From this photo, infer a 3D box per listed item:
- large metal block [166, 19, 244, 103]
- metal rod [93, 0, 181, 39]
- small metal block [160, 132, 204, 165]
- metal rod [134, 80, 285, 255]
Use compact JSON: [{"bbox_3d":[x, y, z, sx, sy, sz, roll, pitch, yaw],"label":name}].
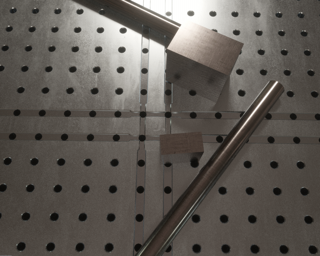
[{"bbox_3d":[0.056,-0.086,0.415,0.080,0.080,0.050,26,72,9],"label":"large metal block"},{"bbox_3d":[-0.066,-0.194,0.481,0.301,0.025,0.025,29,72,9],"label":"metal rod"},{"bbox_3d":[0.026,0.026,0.389,0.050,0.050,0.025,-4,70,-2],"label":"small metal block"},{"bbox_3d":[0.069,0.052,0.393,0.025,0.025,0.301,37,74,12],"label":"metal rod"}]
